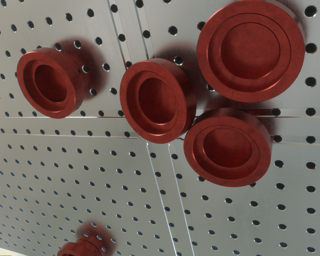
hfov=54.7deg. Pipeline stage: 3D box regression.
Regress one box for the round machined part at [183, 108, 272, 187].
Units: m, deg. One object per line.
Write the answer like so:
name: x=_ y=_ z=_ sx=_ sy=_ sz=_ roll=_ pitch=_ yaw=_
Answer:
round machined part: x=0.081 y=0.019 z=0.366 sx=0.098 sy=0.042 sz=0.097 roll=11 pitch=124 yaw=17

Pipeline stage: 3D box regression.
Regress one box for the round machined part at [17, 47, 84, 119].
round machined part: x=-0.147 y=-0.065 z=0.435 sx=0.098 sy=0.042 sz=0.097 roll=13 pitch=124 yaw=20

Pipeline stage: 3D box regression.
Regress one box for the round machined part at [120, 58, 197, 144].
round machined part: x=0.002 y=-0.034 z=0.367 sx=0.098 sy=0.042 sz=0.097 roll=17 pitch=119 yaw=34

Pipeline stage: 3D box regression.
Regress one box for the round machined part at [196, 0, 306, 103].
round machined part: x=0.089 y=-0.077 z=0.305 sx=0.098 sy=0.042 sz=0.097 roll=13 pitch=124 yaw=20

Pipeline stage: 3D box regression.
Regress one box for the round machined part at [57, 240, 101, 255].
round machined part: x=-0.164 y=0.277 z=0.655 sx=0.098 sy=0.042 sz=0.097 roll=13 pitch=124 yaw=20
